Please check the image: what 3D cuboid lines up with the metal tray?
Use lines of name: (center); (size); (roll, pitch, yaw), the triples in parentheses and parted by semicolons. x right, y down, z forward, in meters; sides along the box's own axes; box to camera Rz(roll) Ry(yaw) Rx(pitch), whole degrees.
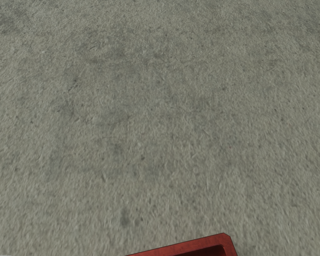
metal tray: (0.012, 0.153, 0.271); (0.131, 0.030, 0.090); (-10, 51, -9)
